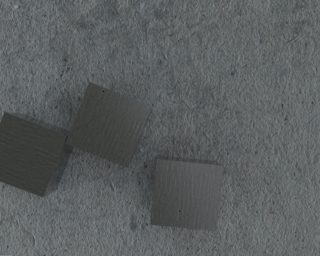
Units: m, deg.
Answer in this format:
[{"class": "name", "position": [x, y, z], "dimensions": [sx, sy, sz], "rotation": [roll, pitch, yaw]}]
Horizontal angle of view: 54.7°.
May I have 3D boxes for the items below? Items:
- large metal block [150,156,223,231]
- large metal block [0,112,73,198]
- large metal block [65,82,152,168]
[{"class": "large metal block", "position": [0.032, 0.081, 0.398], "dimensions": [0.080, 0.050, 0.080], "rotation": [6, 90, 0]}, {"class": "large metal block", "position": [-0.163, 0.032, 0.396], "dimensions": [0.080, 0.050, 0.080], "rotation": [21, 90, 0]}, {"class": "large metal block", "position": [-0.062, -0.004, 0.397], "dimensions": [0.080, 0.050, 0.080], "rotation": [22, 90, 0]}]
